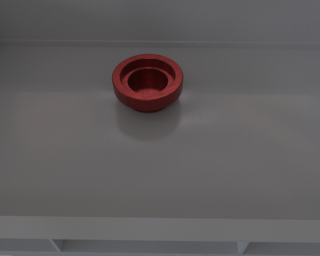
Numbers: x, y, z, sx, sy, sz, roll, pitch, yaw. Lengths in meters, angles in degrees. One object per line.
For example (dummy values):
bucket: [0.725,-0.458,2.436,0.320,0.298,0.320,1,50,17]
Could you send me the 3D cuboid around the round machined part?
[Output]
round machined part: [-0.017,-0.060,0.444,0.099,0.042,0.098,0,50,0]
